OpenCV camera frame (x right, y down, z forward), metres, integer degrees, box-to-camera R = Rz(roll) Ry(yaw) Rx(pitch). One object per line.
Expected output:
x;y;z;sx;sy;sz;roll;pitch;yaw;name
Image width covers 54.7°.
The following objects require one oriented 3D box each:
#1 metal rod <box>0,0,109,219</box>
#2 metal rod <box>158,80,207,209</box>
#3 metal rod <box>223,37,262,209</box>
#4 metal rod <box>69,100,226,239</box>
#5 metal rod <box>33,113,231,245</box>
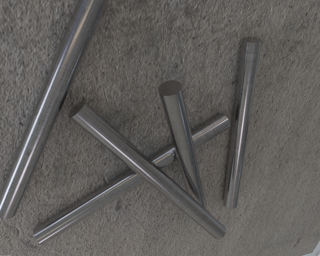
-0.115;-0.027;0.326;0.025;0.025;0.298;17;109;-35;metal rod
0.041;0.056;0.433;0.025;0.025;0.299;-28;138;-10;metal rod
0.123;0.012;0.480;0.025;0.025;0.298;-15;125;-20;metal rod
0.001;0.071;0.415;0.025;0.025;0.300;-44;120;2;metal rod
-0.032;0.066;0.429;0.301;0.025;0.025;-31;129;-8;metal rod
